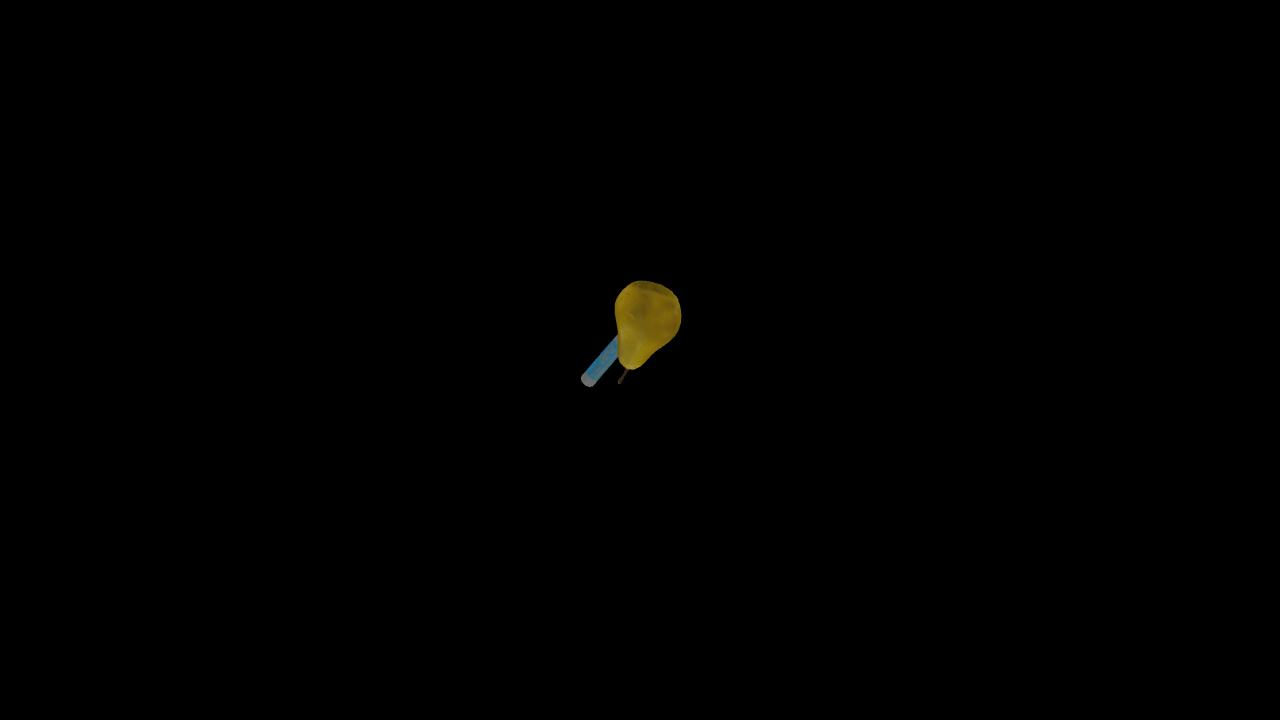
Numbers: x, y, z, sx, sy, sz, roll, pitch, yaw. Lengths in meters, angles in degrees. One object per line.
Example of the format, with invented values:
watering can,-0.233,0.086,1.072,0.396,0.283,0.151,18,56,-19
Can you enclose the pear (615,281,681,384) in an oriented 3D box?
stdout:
pear,0.001,-0.027,0.667,0.080,0.111,0.080,16,25,-8

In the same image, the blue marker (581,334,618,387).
blue marker,-0.032,-0.010,0.711,0.020,0.020,0.121,0,-36,-41
